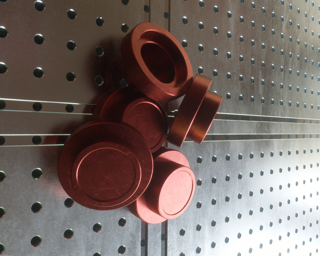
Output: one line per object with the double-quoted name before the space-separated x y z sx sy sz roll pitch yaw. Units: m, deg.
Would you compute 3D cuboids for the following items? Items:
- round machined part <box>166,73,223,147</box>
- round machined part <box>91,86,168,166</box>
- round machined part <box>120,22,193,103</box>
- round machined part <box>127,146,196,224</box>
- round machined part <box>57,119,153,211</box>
"round machined part" 0.048 -0.018 0.402 0.042 0.098 0.098 25 69 6
"round machined part" -0.029 -0.003 0.374 0.099 0.042 0.097 0 90 -40
"round machined part" -0.009 -0.075 0.378 0.099 0.042 0.098 23 54 -36
"round machined part" 0.007 0.075 0.390 0.099 0.042 0.097 -16 113 -43
"round machined part" -0.056 0.042 0.322 0.099 0.042 0.097 -2 103 -10
